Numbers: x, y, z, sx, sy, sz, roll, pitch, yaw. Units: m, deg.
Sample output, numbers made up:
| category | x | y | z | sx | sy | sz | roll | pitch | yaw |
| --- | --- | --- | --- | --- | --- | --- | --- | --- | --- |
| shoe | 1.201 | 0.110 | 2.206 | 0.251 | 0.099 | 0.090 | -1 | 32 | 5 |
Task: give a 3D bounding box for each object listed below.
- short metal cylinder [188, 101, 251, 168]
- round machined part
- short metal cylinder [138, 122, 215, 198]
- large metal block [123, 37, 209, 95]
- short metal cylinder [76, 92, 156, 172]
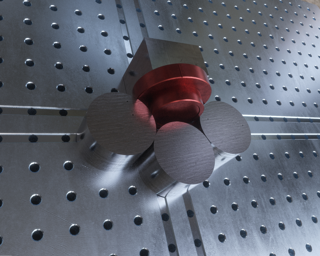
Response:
| category | x | y | z | sx | sy | sz | roll | pitch | yaw |
| --- | --- | --- | --- | --- | --- | --- | --- | --- | --- |
| short metal cylinder | 0.077 | 0.009 | 0.428 | 0.081 | 0.050 | 0.080 | 14 | 56 | -21 |
| round machined part | 0.017 | -0.034 | 0.389 | 0.099 | 0.097 | 0.042 | 2 | 61 | -28 |
| short metal cylinder | 0.019 | 0.039 | 0.379 | 0.081 | 0.050 | 0.080 | 14 | 56 | -21 |
| large metal block | 0.005 | -0.071 | 0.418 | 0.081 | 0.080 | 0.050 | 1 | 62 | -28 |
| short metal cylinder | -0.051 | 0.005 | 0.362 | 0.081 | 0.050 | 0.080 | 14 | 56 | -21 |
